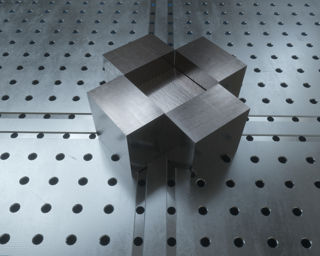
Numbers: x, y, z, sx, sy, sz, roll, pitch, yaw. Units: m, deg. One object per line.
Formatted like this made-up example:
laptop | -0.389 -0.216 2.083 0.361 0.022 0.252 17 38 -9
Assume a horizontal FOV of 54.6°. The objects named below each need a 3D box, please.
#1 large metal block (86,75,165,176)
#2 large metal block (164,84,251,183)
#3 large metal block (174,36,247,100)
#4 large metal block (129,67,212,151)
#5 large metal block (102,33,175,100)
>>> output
large metal block | -0.039 -0.003 0.374 0.050 0.080 0.080 -32 57 -24
large metal block | 0.053 0.007 0.368 0.080 0.080 0.050 -30 56 -23
large metal block | 0.064 -0.065 0.428 0.050 0.080 0.080 -31 57 -24
large metal block | 0.014 -0.025 0.411 0.080 0.050 0.080 -32 56 -22
large metal block | -0.027 -0.073 0.434 0.080 0.080 0.050 -31 57 -24
